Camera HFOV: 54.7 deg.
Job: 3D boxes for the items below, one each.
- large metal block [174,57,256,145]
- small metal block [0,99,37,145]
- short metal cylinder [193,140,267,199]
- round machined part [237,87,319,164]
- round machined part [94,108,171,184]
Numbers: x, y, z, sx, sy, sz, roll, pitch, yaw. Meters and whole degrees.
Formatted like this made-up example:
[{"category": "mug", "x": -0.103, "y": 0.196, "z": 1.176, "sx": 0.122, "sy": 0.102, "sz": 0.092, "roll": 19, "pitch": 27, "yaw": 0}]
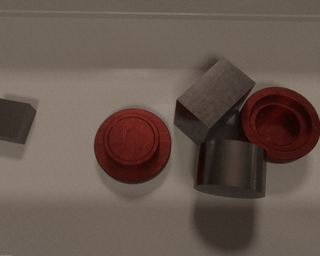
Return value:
[{"category": "large metal block", "x": 0.065, "y": -0.029, "z": 0.392, "sx": 0.080, "sy": 0.080, "sz": 0.050, "roll": -43, "pitch": 76, "yaw": -14}, {"category": "small metal block", "x": -0.201, "y": -0.009, "z": 0.411, "sx": 0.050, "sy": 0.025, "sz": 0.050, "roll": 11, "pitch": 70, "yaw": 3}, {"category": "short metal cylinder", "x": 0.082, "y": 0.050, "z": 0.363, "sx": 0.080, "sy": 0.080, "sz": 0.050, "roll": 8, "pitch": 71, "yaw": 2}, {"category": "round machined part", "x": 0.149, "y": -0.001, "z": 0.403, "sx": 0.099, "sy": 0.042, "sz": 0.098, "roll": 0, "pitch": 70, "yaw": -1}, {"category": "round machined part", "x": -0.035, "y": 0.020, "z": 0.393, "sx": 0.099, "sy": 0.042, "sz": 0.098, "roll": 0, "pitch": 70, "yaw": -1}]
